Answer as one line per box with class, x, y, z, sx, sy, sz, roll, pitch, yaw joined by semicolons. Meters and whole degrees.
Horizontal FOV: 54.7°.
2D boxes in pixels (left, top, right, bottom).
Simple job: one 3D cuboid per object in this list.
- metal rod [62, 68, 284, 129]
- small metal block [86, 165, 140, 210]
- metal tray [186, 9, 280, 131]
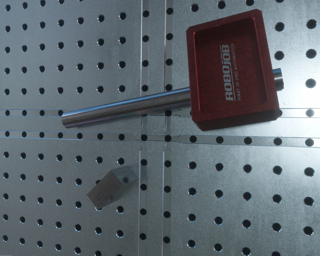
metal rod;0.002;-0.035;0.410;0.301;0.025;0.025;-9;87;19
small metal block;-0.063;0.079;0.420;0.050;0.050;0.025;-45;76;14
metal tray;0.081;-0.067;0.358;0.090;0.030;0.130;-9;67;19
